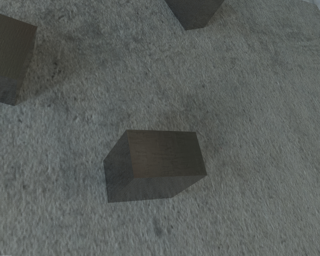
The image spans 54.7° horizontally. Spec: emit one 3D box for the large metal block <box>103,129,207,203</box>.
[{"bbox_3d":[-0.009,0.043,0.339,0.081,0.080,0.050,2,61,-28],"label":"large metal block"}]

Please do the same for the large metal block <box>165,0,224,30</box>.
[{"bbox_3d":[0.061,-0.233,0.546,0.050,0.080,0.080,-21,73,-36],"label":"large metal block"}]

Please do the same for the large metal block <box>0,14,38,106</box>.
[{"bbox_3d":[-0.188,-0.080,0.336,0.081,0.050,0.080,16,55,-20],"label":"large metal block"}]
